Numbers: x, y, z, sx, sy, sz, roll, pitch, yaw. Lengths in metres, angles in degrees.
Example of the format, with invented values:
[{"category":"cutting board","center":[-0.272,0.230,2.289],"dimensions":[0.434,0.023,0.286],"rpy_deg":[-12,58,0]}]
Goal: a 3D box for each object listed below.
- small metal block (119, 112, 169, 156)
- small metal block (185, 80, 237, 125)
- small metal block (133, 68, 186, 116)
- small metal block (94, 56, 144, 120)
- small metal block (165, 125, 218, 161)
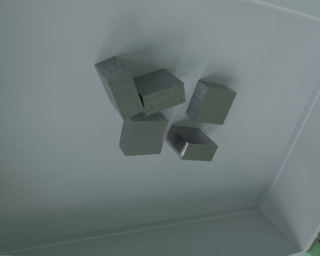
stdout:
[{"category":"small metal block","center":[-0.022,0.007,0.401],"dimensions":[0.050,0.025,0.050],"rpy_deg":[-1,119,-28]},{"category":"small metal block","center":[0.070,-0.034,0.426],"dimensions":[0.050,0.025,0.050],"rpy_deg":[6,116,-31]},{"category":"small metal block","center":[-0.005,-0.044,0.363],"dimensions":[0.050,0.050,0.025],"rpy_deg":[-21,126,-16]},{"category":"small metal block","center":[-0.045,-0.044,0.340],"dimensions":[0.025,0.050,0.050],"rpy_deg":[-27,128,-11]},{"category":"small metal block","center":[0.043,0.021,0.429],"dimensions":[0.050,0.050,0.025],"rpy_deg":[7,115,-31]}]
